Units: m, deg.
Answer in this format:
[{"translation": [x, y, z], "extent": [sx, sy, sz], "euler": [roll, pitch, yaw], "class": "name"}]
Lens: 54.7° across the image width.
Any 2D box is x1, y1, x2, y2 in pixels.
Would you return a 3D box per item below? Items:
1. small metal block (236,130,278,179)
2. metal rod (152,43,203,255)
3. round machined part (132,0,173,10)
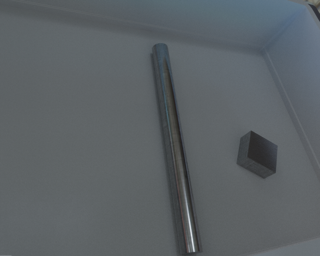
[{"translation": [0.146, 0.040, 0.462], "extent": [0.050, 0.025, 0.050], "euler": [29, 52, -11], "class": "small metal block"}, {"translation": [0.018, 0.007, 0.412], "extent": [0.025, 0.025, 0.299], "euler": [7, 59, -25], "class": "metal rod"}, {"translation": [-0.025, -0.226, 0.502], "extent": [0.099, 0.042, 0.098], "euler": [20, 14, -5], "class": "round machined part"}]
